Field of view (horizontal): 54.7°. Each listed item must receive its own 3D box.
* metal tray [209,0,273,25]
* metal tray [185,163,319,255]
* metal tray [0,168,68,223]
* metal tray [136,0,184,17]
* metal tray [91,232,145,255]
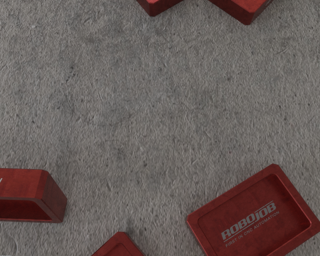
[{"bbox_3d":[0.145,-0.234,0.492,0.090,0.030,0.130,40,75,13],"label":"metal tray"},{"bbox_3d":[0.107,0.112,0.364,0.131,0.030,0.090,-29,73,-10],"label":"metal tray"},{"bbox_3d":[-0.180,0.076,0.342,0.131,0.090,0.030,2,57,0],"label":"metal tray"},{"bbox_3d":[-0.014,-0.250,0.497,0.090,0.030,0.130,-33,74,-12],"label":"metal tray"},{"bbox_3d":[-0.062,0.190,0.335,0.130,0.030,0.090,-40,75,-14],"label":"metal tray"}]
